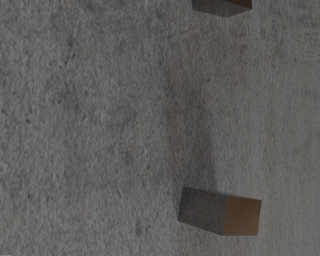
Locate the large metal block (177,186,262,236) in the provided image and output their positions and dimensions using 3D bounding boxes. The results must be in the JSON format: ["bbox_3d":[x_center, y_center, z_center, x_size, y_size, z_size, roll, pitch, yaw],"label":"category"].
[{"bbox_3d":[0.085,0.118,0.443,0.081,0.080,0.050,17,80,-39],"label":"large metal block"}]

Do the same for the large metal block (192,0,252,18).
[{"bbox_3d":[0.093,-0.220,0.469,0.081,0.050,0.079,-6,94,-40],"label":"large metal block"}]
